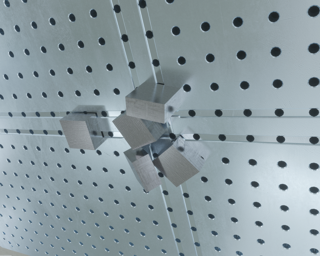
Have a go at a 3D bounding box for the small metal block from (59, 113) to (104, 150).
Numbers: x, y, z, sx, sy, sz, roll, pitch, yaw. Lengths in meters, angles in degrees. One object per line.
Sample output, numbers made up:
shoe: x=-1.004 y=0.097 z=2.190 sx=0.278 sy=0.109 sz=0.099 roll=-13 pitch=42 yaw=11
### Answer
small metal block: x=-0.120 y=0.005 z=0.479 sx=0.050 sy=0.025 sz=0.050 roll=2 pitch=120 yaw=27

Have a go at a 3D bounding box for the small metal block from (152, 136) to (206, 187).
small metal block: x=0.025 y=0.047 z=0.427 sx=0.050 sy=0.025 sz=0.050 roll=44 pitch=129 yaw=-3

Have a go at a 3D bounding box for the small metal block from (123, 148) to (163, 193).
small metal block: x=-0.025 y=0.057 z=0.443 sx=0.050 sy=0.025 sz=0.050 roll=66 pitch=167 yaw=-19

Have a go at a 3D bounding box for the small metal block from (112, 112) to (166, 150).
small metal block: x=-0.029 y=-0.003 z=0.422 sx=0.050 sy=0.025 sz=0.050 roll=-23 pitch=107 yaw=43

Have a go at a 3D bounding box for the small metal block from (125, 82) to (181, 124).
small metal block: x=-0.007 y=-0.032 z=0.379 sx=0.050 sy=0.050 sz=0.025 roll=13 pitch=123 yaw=21
